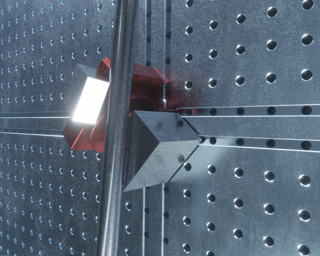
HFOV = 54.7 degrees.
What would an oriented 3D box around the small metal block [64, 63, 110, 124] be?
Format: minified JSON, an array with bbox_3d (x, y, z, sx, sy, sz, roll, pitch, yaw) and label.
[{"bbox_3d":[-0.084,-0.039,0.349,0.050,0.025,0.050,45,117,51],"label":"small metal block"}]

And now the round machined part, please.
[{"bbox_3d":[-0.045,-0.001,0.402,0.042,0.099,0.097,50,119,28],"label":"round machined part"}]

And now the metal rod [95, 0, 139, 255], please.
[{"bbox_3d":[-0.049,0.011,0.343,0.025,0.025,0.298,9,96,39],"label":"metal rod"}]

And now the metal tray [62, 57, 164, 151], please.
[{"bbox_3d":[-0.063,-0.027,0.416,0.030,0.091,0.129,51,119,28],"label":"metal tray"}]

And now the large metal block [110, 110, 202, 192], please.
[{"bbox_3d":[-0.010,0.027,0.376,0.050,0.081,0.080,50,119,28],"label":"large metal block"}]
